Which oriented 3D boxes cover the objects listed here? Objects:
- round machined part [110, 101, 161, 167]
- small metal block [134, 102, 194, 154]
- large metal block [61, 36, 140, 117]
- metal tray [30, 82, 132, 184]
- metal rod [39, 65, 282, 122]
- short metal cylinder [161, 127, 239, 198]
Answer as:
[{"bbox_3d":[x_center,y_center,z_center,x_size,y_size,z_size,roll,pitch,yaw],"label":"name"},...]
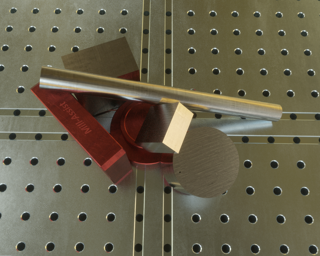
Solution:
[{"bbox_3d":[-0.016,0.000,0.405,0.099,0.042,0.098,0,70,-1],"label":"round machined part"},{"bbox_3d":[0.004,0.001,0.352,0.025,0.050,0.050,37,66,-32],"label":"small metal block"},{"bbox_3d":[-0.071,-0.063,0.403,0.080,0.080,0.050,-20,72,-7],"label":"large metal block"},{"bbox_3d":[-0.091,0.004,0.374,0.030,0.090,0.130,-42,76,-14],"label":"metal tray"},{"bbox_3d":[0.017,-0.037,0.375,0.302,0.025,0.025,7,69,-19],"label":"metal rod"},{"bbox_3d":[0.046,0.041,0.371,0.081,0.050,0.080,2,83,-15],"label":"short metal cylinder"}]
